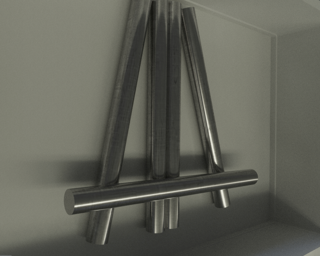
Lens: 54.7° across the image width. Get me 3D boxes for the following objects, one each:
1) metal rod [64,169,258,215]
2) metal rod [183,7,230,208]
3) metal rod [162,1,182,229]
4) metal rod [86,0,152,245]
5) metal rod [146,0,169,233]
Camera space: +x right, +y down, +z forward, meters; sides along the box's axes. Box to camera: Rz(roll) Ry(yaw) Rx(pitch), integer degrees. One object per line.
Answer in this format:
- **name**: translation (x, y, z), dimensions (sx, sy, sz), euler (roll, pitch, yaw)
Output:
- **metal rod**: translation (0.029, 0.074, 0.395), dimensions (0.302, 0.025, 0.025), euler (2, 89, -40)
- **metal rod**: translation (0.067, -0.023, 0.461), dimensions (0.025, 0.025, 0.298), euler (-20, 103, -38)
- **metal rod**: translation (0.015, -0.017, 0.418), dimensions (0.025, 0.025, 0.298), euler (1, 89, -40)
- **metal rod**: translation (-0.046, -0.019, 0.366), dimensions (0.025, 0.025, 0.299), euler (16, 80, -39)
- **metal rod**: translation (-0.004, -0.017, 0.402), dimensions (0.025, 0.025, 0.298), euler (1, 89, -40)
